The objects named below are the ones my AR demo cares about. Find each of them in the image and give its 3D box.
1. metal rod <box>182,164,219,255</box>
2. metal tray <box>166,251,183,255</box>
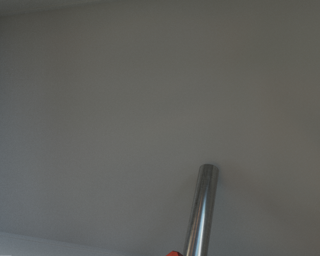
[{"bbox_3d":[0.026,0.159,0.292,0.025,0.300,0.025,10,137,10],"label":"metal rod"},{"bbox_3d":[-0.017,0.179,0.260,0.130,0.090,0.030,-38,119,8],"label":"metal tray"}]
